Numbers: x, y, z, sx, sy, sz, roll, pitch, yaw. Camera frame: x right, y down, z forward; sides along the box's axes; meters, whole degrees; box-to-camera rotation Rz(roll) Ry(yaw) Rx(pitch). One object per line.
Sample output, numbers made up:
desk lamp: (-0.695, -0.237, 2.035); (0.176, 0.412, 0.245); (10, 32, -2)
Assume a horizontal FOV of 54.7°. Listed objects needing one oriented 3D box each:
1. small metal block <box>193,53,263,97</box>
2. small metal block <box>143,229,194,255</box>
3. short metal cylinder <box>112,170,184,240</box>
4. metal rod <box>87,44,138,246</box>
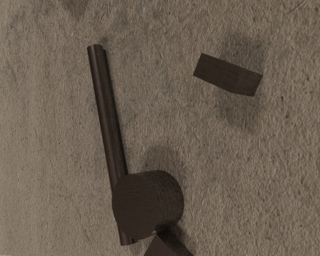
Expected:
small metal block: (0.072, -0.056, 0.328); (0.050, 0.050, 0.025); (32, 110, 35)
small metal block: (0.009, 0.168, 0.396); (0.050, 0.025, 0.050); (40, 114, 32)
short metal cylinder: (-0.016, 0.097, 0.400); (0.080, 0.050, 0.079); (0, 90, 40)
metal rod: (-0.073, 0.019, 0.462); (0.025, 0.025, 0.298); (-19, 78, 38)
